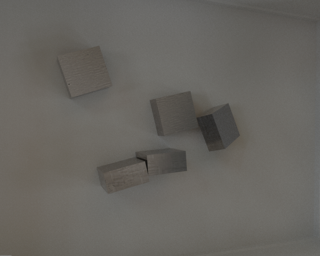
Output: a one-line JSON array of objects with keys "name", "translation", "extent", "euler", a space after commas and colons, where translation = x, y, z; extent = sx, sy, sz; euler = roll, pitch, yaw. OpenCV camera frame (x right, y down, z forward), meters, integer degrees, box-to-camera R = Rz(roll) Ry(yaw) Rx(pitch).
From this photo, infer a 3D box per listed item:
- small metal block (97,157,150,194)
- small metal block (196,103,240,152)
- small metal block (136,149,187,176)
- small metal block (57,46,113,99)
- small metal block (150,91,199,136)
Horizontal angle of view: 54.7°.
[{"name": "small metal block", "translation": [-0.046, 0.057, 0.380], "extent": [0.050, 0.050, 0.025], "euler": [-14, 95, -20]}, {"name": "small metal block", "translation": [0.082, -0.001, 0.429], "extent": [0.050, 0.025, 0.050], "euler": [-30, 102, -48]}, {"name": "small metal block", "translation": [0.000, 0.042, 0.397], "extent": [0.050, 0.050, 0.025], "euler": [-5, 92, -20]}, {"name": "small metal block", "translation": [-0.092, -0.067, 0.376], "extent": [0.050, 0.025, 0.050], "euler": [-20, 97, -19]}, {"name": "small metal block", "translation": [0.019, -0.019, 0.417], "extent": [0.050, 0.025, 0.050], "euler": [-15, 95, -19]}]
